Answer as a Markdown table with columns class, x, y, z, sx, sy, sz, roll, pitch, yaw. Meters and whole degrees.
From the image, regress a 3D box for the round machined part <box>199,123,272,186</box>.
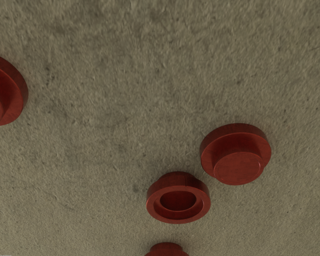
| class | x | y | z | sx | sy | sz | roll | pitch | yaw |
| --- | --- | --- | --- | --- | --- | --- | --- | --- | --- |
| round machined part | 0.107 | 0.044 | 0.435 | 0.099 | 0.042 | 0.097 | -1 | 130 | 0 |

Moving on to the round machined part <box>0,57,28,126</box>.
| class | x | y | z | sx | sy | sz | roll | pitch | yaw |
| --- | --- | --- | --- | --- | --- | --- | --- | --- | --- |
| round machined part | -0.211 | -0.038 | 0.360 | 0.099 | 0.042 | 0.097 | -1 | 130 | 0 |

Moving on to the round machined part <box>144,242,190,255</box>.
| class | x | y | z | sx | sy | sz | roll | pitch | yaw |
| --- | --- | --- | --- | --- | --- | --- | --- | --- | --- |
| round machined part | 0.013 | 0.266 | 0.623 | 0.099 | 0.042 | 0.097 | -1 | 130 | 0 |

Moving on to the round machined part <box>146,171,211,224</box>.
| class | x | y | z | sx | sy | sz | roll | pitch | yaw |
| --- | --- | --- | --- | --- | --- | --- | --- | --- | --- |
| round machined part | 0.028 | 0.106 | 0.487 | 0.099 | 0.042 | 0.097 | -1 | 130 | 0 |
